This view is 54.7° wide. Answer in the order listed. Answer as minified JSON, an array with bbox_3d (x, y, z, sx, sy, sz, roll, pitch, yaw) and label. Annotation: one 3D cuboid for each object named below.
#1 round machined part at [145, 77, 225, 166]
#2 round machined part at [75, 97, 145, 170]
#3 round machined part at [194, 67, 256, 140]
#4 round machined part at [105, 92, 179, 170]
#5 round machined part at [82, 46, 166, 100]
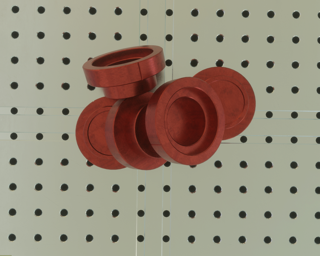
[{"bbox_3d":[0.025,-0.007,0.357,0.099,0.042,0.097,1,88,-33],"label":"round machined part"},{"bbox_3d":[-0.061,0.006,0.404,0.099,0.042,0.097,0,90,-1],"label":"round machined part"},{"bbox_3d":[0.077,-0.032,0.406,0.099,0.042,0.097,0,90,-1],"label":"round machined part"},{"bbox_3d":[-0.014,0.003,0.381,0.099,0.042,0.097,3,85,-37],"label":"round machined part"},{"bbox_3d":[-0.041,-0.068,0.381,0.099,0.098,0.042,-12,116,-1],"label":"round machined part"}]
